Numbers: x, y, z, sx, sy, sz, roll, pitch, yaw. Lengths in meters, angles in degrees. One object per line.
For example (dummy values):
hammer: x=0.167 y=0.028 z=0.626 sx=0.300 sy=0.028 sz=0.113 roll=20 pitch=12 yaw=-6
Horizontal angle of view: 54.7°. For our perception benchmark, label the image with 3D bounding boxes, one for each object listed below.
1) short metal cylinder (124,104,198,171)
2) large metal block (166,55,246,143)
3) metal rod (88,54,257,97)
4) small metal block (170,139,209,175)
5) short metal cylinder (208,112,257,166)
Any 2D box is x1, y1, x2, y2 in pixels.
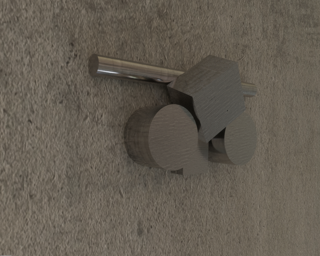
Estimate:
short metal cylinder: x=0.002 y=0.011 z=0.391 sx=0.081 sy=0.050 sz=0.079 roll=0 pitch=90 yaw=-40
large metal block: x=0.066 y=-0.040 z=0.422 sx=0.080 sy=0.050 sz=0.080 roll=-38 pitch=131 yaw=-19
metal rod: x=0.042 y=-0.068 z=0.441 sx=0.302 sy=0.025 sz=0.025 roll=1 pitch=90 yaw=-40
small metal block: x=0.043 y=0.039 z=0.443 sx=0.050 sy=0.025 sz=0.050 roll=2 pitch=89 yaw=-40
short metal cylinder: x=0.105 y=0.016 z=0.478 sx=0.081 sy=0.050 sz=0.079 roll=0 pitch=90 yaw=-40
